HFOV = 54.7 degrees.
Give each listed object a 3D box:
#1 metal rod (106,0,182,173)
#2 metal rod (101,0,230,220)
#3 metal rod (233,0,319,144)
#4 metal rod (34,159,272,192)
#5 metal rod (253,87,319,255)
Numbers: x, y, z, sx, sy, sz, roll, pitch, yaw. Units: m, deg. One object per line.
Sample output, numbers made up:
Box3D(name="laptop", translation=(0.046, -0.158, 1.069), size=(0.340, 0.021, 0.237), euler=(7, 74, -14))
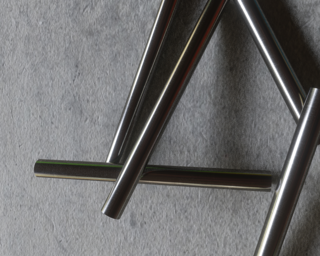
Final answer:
Box3D(name="metal rod", translation=(-0.016, -0.080, 0.413), size=(0.025, 0.025, 0.298), euler=(22, 97, 18))
Box3D(name="metal rod", translation=(0.009, -0.031, 0.376), size=(0.025, 0.025, 0.299), euler=(26, 87, 18))
Box3D(name="metal rod", translation=(0.118, -0.118, 0.367), size=(0.025, 0.025, 0.299), euler=(-26, 82, 18))
Box3D(name="metal rod", translation=(-0.018, 0.059, 0.394), size=(0.301, 0.025, 0.025), euler=(1, 91, 12))
Box3D(name="metal rod", translation=(0.132, 0.103, 0.346), size=(0.025, 0.025, 0.298), euler=(18, 102, 19))
